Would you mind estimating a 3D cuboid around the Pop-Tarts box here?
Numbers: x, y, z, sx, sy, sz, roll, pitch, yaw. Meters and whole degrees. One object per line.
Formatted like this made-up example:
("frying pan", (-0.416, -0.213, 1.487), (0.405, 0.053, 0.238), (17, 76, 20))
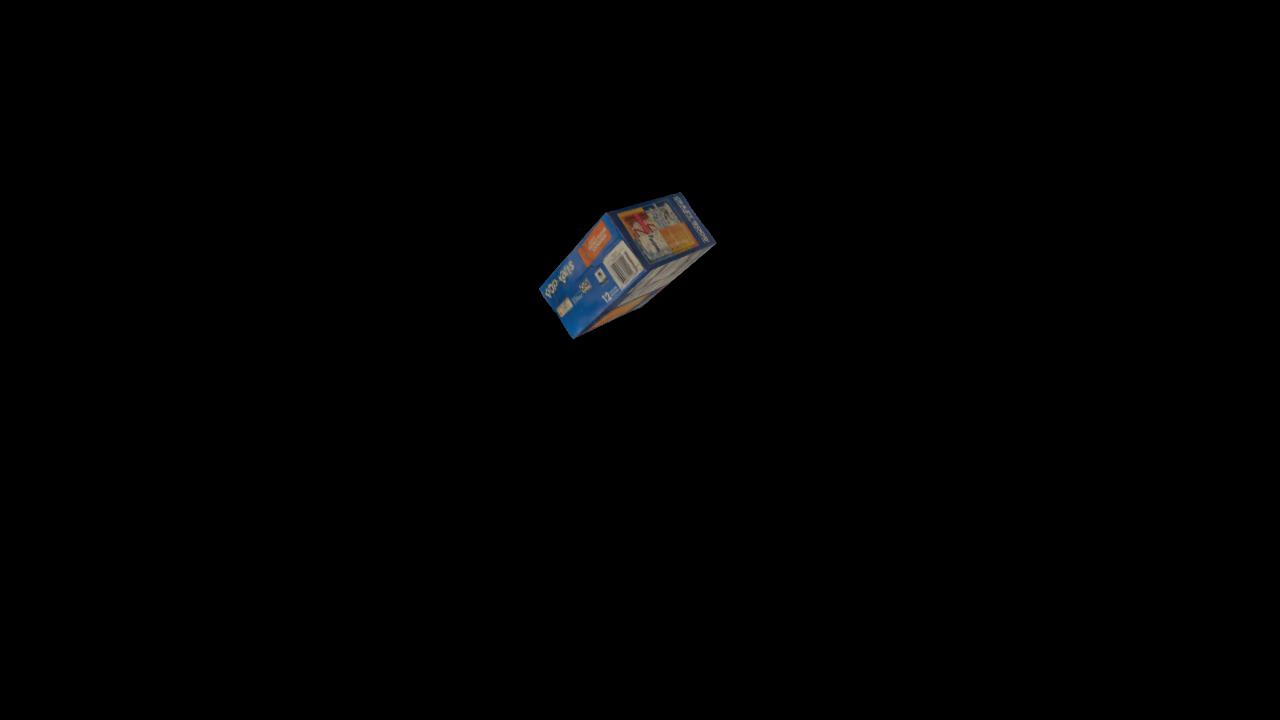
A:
("Pop-Tarts box", (-0.018, -0.116, 0.758), (0.141, 0.083, 0.167), (-29, -5, -43))
